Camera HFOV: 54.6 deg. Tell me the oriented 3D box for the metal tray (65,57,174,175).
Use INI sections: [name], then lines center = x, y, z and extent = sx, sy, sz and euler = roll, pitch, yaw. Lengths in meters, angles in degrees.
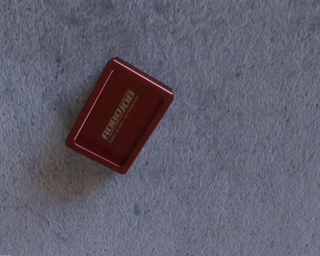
[metal tray]
center = -0.052, -0.014, 0.401
extent = 0.090, 0.030, 0.129
euler = 29, 107, -11
